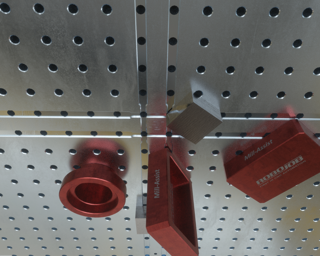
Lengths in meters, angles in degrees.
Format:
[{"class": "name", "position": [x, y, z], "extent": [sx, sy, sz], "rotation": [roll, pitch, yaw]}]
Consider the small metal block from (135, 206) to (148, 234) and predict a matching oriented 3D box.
[{"class": "small metal block", "position": [-0.017, 0.164, 0.551], "extent": [0.050, 0.025, 0.050], "rotation": [-1, 130, 0]}]

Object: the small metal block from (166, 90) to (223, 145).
[{"class": "small metal block", "position": [0.044, -0.013, 0.401], "extent": [0.050, 0.025, 0.050], "rotation": [31, 123, -24]}]

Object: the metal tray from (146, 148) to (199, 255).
[{"class": "metal tray", "position": [0.017, 0.102, 0.430], "extent": [0.030, 0.130, 0.090], "rotation": [-22, 127, 17]}]

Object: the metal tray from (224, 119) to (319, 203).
[{"class": "metal tray", "position": [0.172, 0.054, 0.455], "extent": [0.090, 0.030, 0.130], "rotation": [34, 122, -26]}]

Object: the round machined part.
[{"class": "round machined part", "position": [-0.101, 0.093, 0.478], "extent": [0.099, 0.042, 0.097], "rotation": [0, 130, 0]}]
